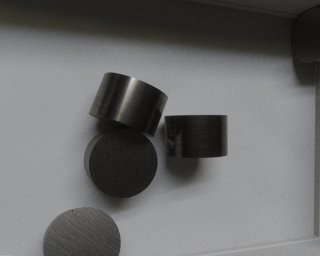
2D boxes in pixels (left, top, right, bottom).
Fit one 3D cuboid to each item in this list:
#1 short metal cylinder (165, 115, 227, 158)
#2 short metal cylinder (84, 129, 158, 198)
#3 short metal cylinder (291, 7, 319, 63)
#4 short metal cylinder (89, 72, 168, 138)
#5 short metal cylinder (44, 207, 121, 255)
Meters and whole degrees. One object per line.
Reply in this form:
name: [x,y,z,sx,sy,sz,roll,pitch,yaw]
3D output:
short metal cylinder: [0.046,0.009,0.398,0.081,0.080,0.050,-1,91,-20]
short metal cylinder: [-0.049,0.041,0.379,0.081,0.050,0.080,0,90,-20]
short metal cylinder: [0.250,-0.139,0.473,0.050,0.080,0.080,-1,90,-20]
short metal cylinder: [-0.037,-0.026,0.368,0.080,0.080,0.050,22,83,-19]
short metal cylinder: [-0.090,0.132,0.354,0.081,0.050,0.080,6,73,-20]
